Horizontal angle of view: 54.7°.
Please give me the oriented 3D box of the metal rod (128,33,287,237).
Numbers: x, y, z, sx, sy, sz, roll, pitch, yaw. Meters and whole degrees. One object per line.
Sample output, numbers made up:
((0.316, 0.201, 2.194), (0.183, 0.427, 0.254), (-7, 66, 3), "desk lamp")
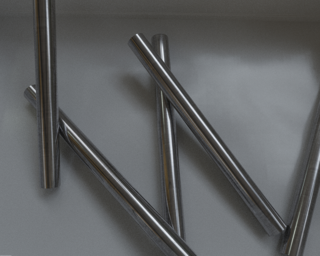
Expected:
((0.053, 0.001, 0.391), (0.025, 0.025, 0.299), (-34, 81, -12), "metal rod")

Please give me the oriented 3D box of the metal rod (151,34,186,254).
((0.009, 0.008, 0.406), (0.025, 0.025, 0.299), (-3, 70, -2), "metal rod")

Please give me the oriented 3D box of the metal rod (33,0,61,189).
((-0.137, -0.077, 0.372), (0.025, 0.025, 0.298), (0, 95, -1), "metal rod")

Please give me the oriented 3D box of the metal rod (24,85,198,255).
((-0.072, 0.047, 0.377), (0.025, 0.025, 0.300), (-42, 70, -14), "metal rod")

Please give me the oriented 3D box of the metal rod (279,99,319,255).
((0.208, 0.019, 0.405), (0.025, 0.025, 0.300), (22, 71, 7), "metal rod")
